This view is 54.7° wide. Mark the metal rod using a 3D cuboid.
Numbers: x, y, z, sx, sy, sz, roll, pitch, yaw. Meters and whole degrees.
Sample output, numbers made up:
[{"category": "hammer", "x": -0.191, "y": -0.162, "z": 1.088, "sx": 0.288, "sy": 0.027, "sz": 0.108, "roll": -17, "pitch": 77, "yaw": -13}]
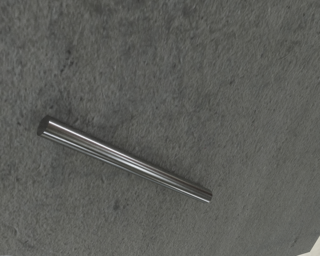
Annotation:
[{"category": "metal rod", "x": -0.024, "y": 0.056, "z": 0.429, "sx": 0.301, "sy": 0.025, "sz": 0.025, "roll": 30, "pitch": 102, "yaw": -38}]
